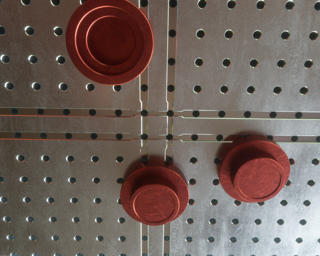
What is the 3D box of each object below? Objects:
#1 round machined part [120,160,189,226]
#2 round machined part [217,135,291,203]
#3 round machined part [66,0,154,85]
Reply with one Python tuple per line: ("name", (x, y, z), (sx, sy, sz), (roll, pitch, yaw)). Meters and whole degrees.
("round machined part", (-0.008, 0.099, 0.441), (0.099, 0.042, 0.097), (0, 110, 0))
("round machined part", (0.131, 0.063, 0.428), (0.099, 0.042, 0.097), (0, 110, 0))
("round machined part", (-0.056, -0.103, 0.366), (0.099, 0.042, 0.097), (0, 110, 0))
